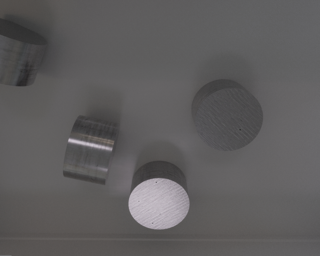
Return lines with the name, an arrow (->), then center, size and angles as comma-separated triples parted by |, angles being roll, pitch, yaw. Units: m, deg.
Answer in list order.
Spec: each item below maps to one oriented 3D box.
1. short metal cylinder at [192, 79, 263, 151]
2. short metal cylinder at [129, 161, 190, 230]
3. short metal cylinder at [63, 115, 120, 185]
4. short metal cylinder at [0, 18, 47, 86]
short metal cylinder -> 0.082, -0.017, 0.392 | 0.081, 0.050, 0.079 | 0, 110, 0
short metal cylinder -> -0.001, 0.093, 0.432 | 0.081, 0.050, 0.079 | 0, 110, 0
short metal cylinder -> -0.085, 0.028, 0.391 | 0.050, 0.080, 0.079 | 13, 110, -5
short metal cylinder -> -0.175, -0.088, 0.348 | 0.080, 0.080, 0.050 | 24, 108, -9
